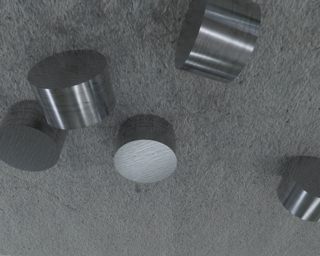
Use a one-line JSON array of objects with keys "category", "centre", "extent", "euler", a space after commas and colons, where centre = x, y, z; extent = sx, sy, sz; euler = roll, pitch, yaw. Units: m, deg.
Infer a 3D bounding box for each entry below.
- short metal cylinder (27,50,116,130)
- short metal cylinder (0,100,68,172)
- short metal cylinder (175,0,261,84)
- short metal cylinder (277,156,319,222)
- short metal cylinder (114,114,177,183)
[{"category": "short metal cylinder", "centre": [-0.092, -0.043, 0.333], "extent": [0.080, 0.080, 0.050], "euler": [-4, 130, 3]}, {"category": "short metal cylinder", "centre": [-0.164, 0.011, 0.398], "extent": [0.081, 0.050, 0.079], "euler": [0, 130, 0]}, {"category": "short metal cylinder", "centre": [0.052, -0.088, 0.296], "extent": [0.050, 0.080, 0.079], "euler": [14, 129, -12]}, {"category": "short metal cylinder", "centre": [0.218, 0.086, 0.446], "extent": [0.081, 0.080, 0.050], "euler": [4, 130, -4]}, {"category": "short metal cylinder", "centre": [-0.019, 0.028, 0.414], "extent": [0.081, 0.050, 0.079], "euler": [0, 130, 0]}]
